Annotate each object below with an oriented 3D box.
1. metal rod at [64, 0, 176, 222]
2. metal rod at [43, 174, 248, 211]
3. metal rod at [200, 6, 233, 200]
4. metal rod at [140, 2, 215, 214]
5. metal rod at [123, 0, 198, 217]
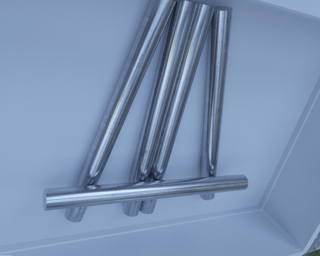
[{"bbox_3d":[-0.055,-0.010,0.371,0.025,0.025,0.298,13,112,-34],"label":"metal rod"},{"bbox_3d":[0.001,0.085,0.426,0.303,0.025,0.025,1,118,-29],"label":"metal rod"},{"bbox_3d":[0.076,-0.013,0.440,0.025,0.025,0.298,-15,125,-20],"label":"metal rod"},{"bbox_3d":[0.014,-0.008,0.410,0.025,0.025,0.298,1,118,-29],"label":"metal rod"},{"bbox_3d":[-0.007,-0.008,0.398,0.025,0.025,0.298,1,118,-29],"label":"metal rod"}]
